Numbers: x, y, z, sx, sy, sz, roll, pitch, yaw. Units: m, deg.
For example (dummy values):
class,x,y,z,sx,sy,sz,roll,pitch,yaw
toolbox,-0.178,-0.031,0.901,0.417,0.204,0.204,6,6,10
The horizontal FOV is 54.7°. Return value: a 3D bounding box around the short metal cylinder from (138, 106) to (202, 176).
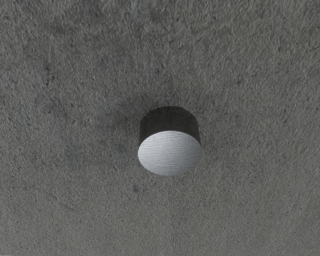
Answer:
class,x,y,z,sx,sy,sz,roll,pitch,yaw
short metal cylinder,0.013,0.017,0.407,0.081,0.050,0.079,0,130,0
